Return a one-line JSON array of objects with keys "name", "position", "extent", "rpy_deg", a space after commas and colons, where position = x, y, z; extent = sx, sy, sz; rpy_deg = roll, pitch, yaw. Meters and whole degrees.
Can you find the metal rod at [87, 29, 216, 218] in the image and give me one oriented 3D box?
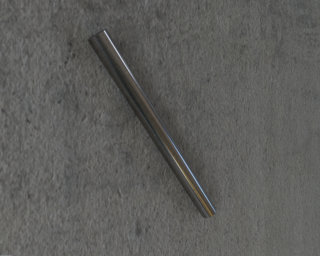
[{"name": "metal rod", "position": [0.002, 0.011, 0.407], "extent": [0.025, 0.025, 0.299], "rpy_deg": [-47, 118, -30]}]
